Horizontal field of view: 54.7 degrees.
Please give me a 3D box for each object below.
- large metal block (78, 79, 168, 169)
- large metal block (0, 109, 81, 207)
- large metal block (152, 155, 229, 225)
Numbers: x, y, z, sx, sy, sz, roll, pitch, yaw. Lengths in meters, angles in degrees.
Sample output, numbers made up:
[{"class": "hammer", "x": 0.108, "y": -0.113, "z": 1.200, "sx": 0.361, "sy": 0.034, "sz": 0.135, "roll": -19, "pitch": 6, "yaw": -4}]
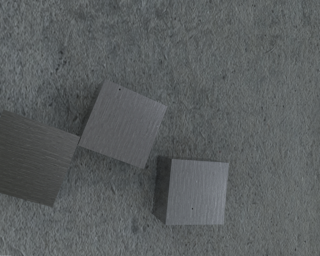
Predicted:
[{"class": "large metal block", "x": -0.049, "y": -0.004, "z": 0.378, "sx": 0.080, "sy": 0.050, "sz": 0.080, "roll": 23, "pitch": 82, "yaw": -19}, {"class": "large metal block", "x": -0.144, "y": 0.032, "z": 0.343, "sx": 0.080, "sy": 0.050, "sz": 0.080, "roll": 22, "pitch": 83, "yaw": -19}, {"class": "large metal block", "x": 0.040, "y": 0.081, "z": 0.410, "sx": 0.081, "sy": 0.050, "sz": 0.080, "roll": 6, "pitch": 88, "yaw": -20}]
